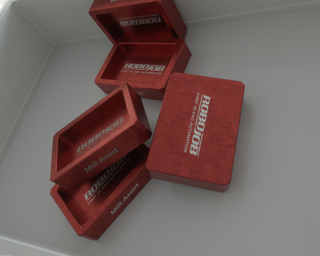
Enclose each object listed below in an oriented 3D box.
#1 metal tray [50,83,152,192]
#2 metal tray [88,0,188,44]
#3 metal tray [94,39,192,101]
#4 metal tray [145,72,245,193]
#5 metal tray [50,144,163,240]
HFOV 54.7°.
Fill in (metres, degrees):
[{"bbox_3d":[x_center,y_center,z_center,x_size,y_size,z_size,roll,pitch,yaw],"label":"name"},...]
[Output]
[{"bbox_3d":[-0.078,0.010,0.391,0.130,0.030,0.090,-34,39,12],"label":"metal tray"},{"bbox_3d":[-0.034,-0.167,0.483,0.130,0.090,0.030,5,65,30],"label":"metal tray"},{"bbox_3d":[-0.028,-0.092,0.473,0.130,0.030,0.090,10,67,32],"label":"metal tray"},{"bbox_3d":[0.044,0.001,0.360,0.090,0.030,0.130,10,65,10],"label":"metal tray"},{"bbox_3d":[-0.071,0.064,0.400,0.130,0.030,0.090,-48,51,-6],"label":"metal tray"}]
